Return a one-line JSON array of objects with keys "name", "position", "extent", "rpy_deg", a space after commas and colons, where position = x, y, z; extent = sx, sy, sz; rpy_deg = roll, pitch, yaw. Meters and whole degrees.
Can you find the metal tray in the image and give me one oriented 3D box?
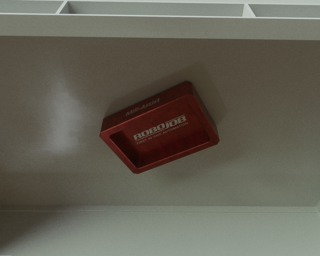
[{"name": "metal tray", "position": [0.000, 0.004, 0.405], "extent": [0.130, 0.030, 0.090], "rpy_deg": [-23, 127, 17]}]
